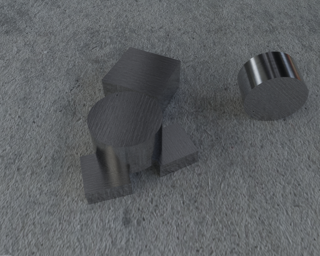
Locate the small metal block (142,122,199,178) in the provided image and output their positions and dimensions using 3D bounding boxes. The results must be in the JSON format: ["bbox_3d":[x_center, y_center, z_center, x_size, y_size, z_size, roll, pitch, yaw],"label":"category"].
[{"bbox_3d":[0.012,0.026,0.382,0.050,0.025,0.050,-20,53,-17],"label":"small metal block"}]

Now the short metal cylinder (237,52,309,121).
[{"bbox_3d":[0.148,-0.054,0.414,0.081,0.080,0.050,0,50,0],"label":"short metal cylinder"}]

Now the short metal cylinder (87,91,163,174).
[{"bbox_3d":[-0.037,0.004,0.351,0.080,0.050,0.080,0,50,0],"label":"short metal cylinder"}]

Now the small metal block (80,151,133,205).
[{"bbox_3d":[-0.062,0.055,0.357,0.050,0.025,0.050,-12,51,-10],"label":"small metal block"}]

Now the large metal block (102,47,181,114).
[{"bbox_3d":[-0.024,-0.063,0.440,0.080,0.050,0.080,19,52,15],"label":"large metal block"}]
